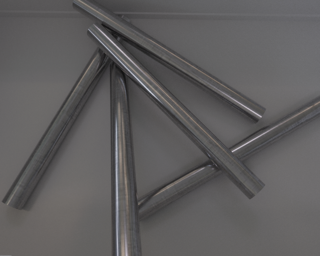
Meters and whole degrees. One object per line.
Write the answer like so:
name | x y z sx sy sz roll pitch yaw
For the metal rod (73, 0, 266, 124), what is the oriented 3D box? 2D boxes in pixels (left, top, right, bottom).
metal rod | 0.010 -0.098 0.428 0.301 0.025 0.025 33 73 4

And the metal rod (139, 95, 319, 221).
metal rod | 0.100 0.032 0.398 0.302 0.025 0.025 -28 73 -10

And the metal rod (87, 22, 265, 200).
metal rod | 0.011 -0.031 0.392 0.025 0.025 0.300 -41 76 -13

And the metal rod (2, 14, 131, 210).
metal rod | -0.117 -0.034 0.421 0.025 0.025 0.300 23 71 8

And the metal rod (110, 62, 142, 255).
metal rod | -0.042 0.019 0.339 0.025 0.025 0.300 -7 46 -3
